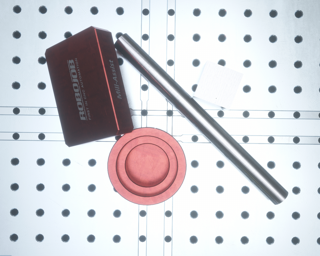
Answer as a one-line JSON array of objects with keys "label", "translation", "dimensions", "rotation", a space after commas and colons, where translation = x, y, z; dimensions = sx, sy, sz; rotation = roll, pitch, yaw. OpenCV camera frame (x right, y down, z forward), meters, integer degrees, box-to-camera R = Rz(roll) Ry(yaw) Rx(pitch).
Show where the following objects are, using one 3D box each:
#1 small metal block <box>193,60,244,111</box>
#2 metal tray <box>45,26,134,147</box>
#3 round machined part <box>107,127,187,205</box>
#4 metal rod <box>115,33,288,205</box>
[{"label": "small metal block", "translation": [0.076, -0.056, 0.414], "dimensions": [0.050, 0.025, 0.050], "rotation": [21, 90, 0]}, {"label": "metal tray", "translation": [-0.090, -0.048, 0.387], "dimensions": [0.090, 0.030, 0.129], "rotation": [-14, 89, 31]}, {"label": "round machined part", "translation": [-0.016, 0.047, 0.405], "dimensions": [0.099, 0.042, 0.097], "rotation": [0, 90, 0]}, {"label": "metal rod", "translation": [0.054, -0.012, 0.413], "dimensions": [0.300, 0.025, 0.025], "rotation": [44, 90, 0]}]
